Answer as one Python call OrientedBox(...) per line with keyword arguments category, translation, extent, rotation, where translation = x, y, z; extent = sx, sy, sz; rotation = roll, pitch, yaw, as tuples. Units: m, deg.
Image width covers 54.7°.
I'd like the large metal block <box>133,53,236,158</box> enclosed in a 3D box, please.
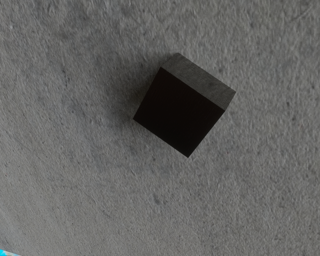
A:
OrientedBox(category="large metal block", translation=(0.027, -0.026, 0.359), extent=(0.080, 0.050, 0.079), rotation=(35, 129, 4))
